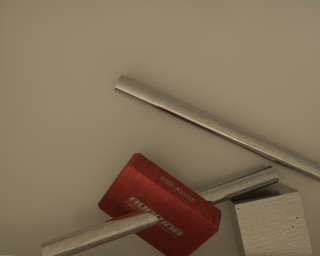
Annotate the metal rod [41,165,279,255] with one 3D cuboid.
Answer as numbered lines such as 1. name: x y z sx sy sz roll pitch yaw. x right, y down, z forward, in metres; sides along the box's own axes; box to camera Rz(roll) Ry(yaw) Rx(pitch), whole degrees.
1. metal rod: 0.008 0.104 0.388 0.302 0.025 0.025 -16 90 -10

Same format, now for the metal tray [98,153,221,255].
1. metal tray: -0.002 0.102 0.387 0.130 0.030 0.089 36 122 -1

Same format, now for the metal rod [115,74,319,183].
1. metal rod: 0.083 0.002 0.412 0.301 0.025 0.025 24 90 -1

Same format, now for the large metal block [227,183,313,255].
1. large metal block: 0.138 0.124 0.401 0.080 0.050 0.080 -12 90 -1
